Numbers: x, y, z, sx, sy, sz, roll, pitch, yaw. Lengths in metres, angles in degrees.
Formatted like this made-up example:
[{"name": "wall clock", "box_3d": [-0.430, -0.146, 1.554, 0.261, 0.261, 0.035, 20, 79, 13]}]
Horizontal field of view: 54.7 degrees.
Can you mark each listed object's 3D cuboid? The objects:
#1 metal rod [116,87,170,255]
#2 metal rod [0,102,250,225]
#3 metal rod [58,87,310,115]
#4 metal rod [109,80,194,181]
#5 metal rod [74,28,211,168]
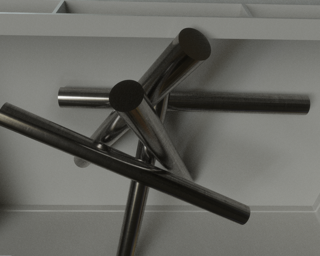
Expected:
[{"name": "metal rod", "box_3d": [-0.029, 0.092, 0.395, 0.025, 0.025, 0.298, 9, 109, -8]}, {"name": "metal rod", "box_3d": [-0.029, 0.046, 0.351, 0.302, 0.025, 0.025, 25, 126, -13]}, {"name": "metal rod", "box_3d": [0.031, -0.033, 0.381, 0.302, 0.025, 0.025, 2, 130, -2]}, {"name": "metal rod", "box_3d": [0.009, 0.031, 0.348, 0.025, 0.025, 0.300, -11, 157, 9]}, {"name": "metal rod", "box_3d": [-0.045, -0.005, 0.326, 0.025, 0.025, 0.299, 23, 151, -19]}]
